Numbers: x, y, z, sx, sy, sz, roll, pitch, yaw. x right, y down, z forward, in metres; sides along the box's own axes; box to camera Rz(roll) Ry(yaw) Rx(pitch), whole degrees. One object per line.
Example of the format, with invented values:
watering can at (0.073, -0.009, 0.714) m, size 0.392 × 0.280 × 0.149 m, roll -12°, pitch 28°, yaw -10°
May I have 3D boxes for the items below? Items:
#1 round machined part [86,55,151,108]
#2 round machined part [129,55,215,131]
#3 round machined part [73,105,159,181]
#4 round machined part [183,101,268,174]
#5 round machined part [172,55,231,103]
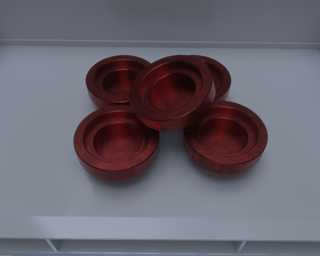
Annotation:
round machined part at (-0.052, -0.057, 0.439) m, size 0.099 × 0.042 × 0.098 m, roll 0°, pitch 50°, yaw 0°
round machined part at (0.017, -0.037, 0.368) m, size 0.098 × 0.042 × 0.098 m, roll -10°, pitch 54°, yaw 15°
round machined part at (-0.050, 0.021, 0.373) m, size 0.099 × 0.042 × 0.098 m, roll 0°, pitch 50°, yaw 0°
round machined part at (0.077, 0.015, 0.380) m, size 0.099 × 0.042 × 0.098 m, roll 0°, pitch 50°, yaw 0°
round machined part at (0.048, -0.057, 0.441) m, size 0.099 × 0.042 × 0.098 m, roll 0°, pitch 50°, yaw 0°
